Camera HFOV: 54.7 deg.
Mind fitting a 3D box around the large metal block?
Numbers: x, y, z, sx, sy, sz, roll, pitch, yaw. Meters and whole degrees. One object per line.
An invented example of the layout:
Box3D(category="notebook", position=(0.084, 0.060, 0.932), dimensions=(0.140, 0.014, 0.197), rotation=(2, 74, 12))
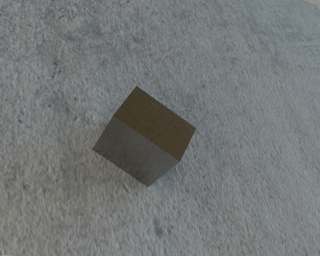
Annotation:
Box3D(category="large metal block", position=(-0.020, 0.013, 0.351), dimensions=(0.080, 0.080, 0.050), rotation=(35, 51, -6))
